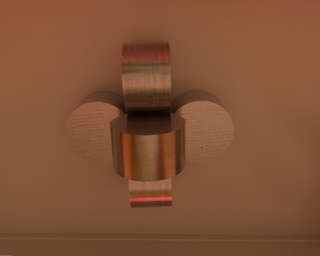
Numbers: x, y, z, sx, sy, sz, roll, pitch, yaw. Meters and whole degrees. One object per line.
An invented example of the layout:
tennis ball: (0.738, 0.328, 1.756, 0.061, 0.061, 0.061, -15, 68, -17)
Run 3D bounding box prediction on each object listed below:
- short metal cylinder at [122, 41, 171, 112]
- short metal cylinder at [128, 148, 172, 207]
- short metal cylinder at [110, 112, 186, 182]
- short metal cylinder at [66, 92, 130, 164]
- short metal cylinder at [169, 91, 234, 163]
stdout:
short metal cylinder: (-0.014, -0.059, 0.358, 0.050, 0.080, 0.079, -2, 110, 0)
short metal cylinder: (-0.012, 0.062, 0.403, 0.050, 0.080, 0.079, -2, 110, 0)
short metal cylinder: (-0.012, 0.017, 0.339, 0.080, 0.080, 0.050, -1, 110, 0)
short metal cylinder: (-0.073, -0.002, 0.395, 0.081, 0.050, 0.079, 0, 110, 0)
short metal cylinder: (0.049, -0.003, 0.395, 0.081, 0.050, 0.079, 0, 110, 0)
